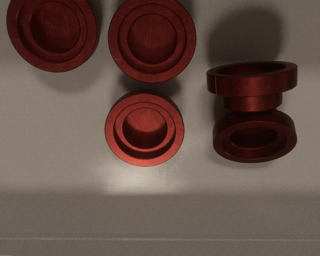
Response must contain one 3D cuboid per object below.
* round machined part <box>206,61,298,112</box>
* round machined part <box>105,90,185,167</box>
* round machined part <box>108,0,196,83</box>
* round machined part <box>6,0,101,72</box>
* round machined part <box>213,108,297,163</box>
[{"bbox_3d":[0.104,-0.048,0.356,0.099,0.098,0.042,-6,109,2],"label":"round machined part"},{"bbox_3d":[-0.019,-0.003,0.401,0.099,0.042,0.097,0,110,-1],"label":"round machined part"},{"bbox_3d":[-0.009,-0.105,0.364,0.099,0.042,0.097,0,110,-1],"label":"round machined part"},{"bbox_3d":[-0.118,-0.116,0.358,0.099,0.042,0.097,0,110,-1],"label":"round machined part"},{"bbox_3d":[0.116,0.003,0.389,0.099,0.042,0.098,4,146,3],"label":"round machined part"}]
